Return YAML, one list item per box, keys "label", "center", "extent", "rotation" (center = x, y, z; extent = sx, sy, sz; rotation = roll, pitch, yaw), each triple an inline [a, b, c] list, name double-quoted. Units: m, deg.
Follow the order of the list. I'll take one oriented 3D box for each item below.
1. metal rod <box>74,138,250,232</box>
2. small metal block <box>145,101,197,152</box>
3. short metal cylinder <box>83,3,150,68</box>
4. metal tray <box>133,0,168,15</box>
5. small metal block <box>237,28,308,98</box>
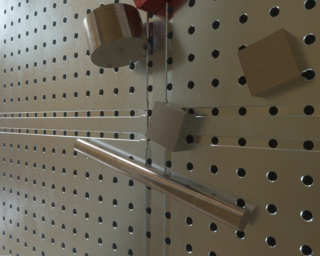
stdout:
- label: "metal rod"
  center: [-0.021, 0.064, 0.426]
  extent: [0.300, 0.025, 0.025]
  rotation: [18, 101, 38]
- label: "small metal block"
  center: [0.013, -0.003, 0.399]
  extent: [0.050, 0.025, 0.050]
  rotation: [26, 106, 37]
- label: "short metal cylinder"
  center: [-0.059, -0.123, 0.423]
  extent: [0.080, 0.081, 0.050]
  rotation: [-25, 74, 37]
- label: "metal tray"
  center: [0.008, -0.225, 0.399]
  extent: [0.130, 0.030, 0.090]
  rotation: [-34, 69, 34]
- label: "small metal block"
  center: [0.113, -0.064, 0.316]
  extent: [0.050, 0.025, 0.050]
  rotation: [-24, 75, 37]
